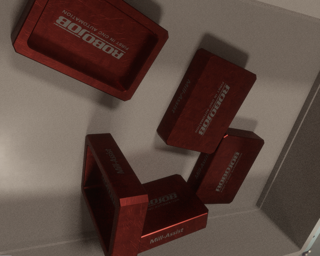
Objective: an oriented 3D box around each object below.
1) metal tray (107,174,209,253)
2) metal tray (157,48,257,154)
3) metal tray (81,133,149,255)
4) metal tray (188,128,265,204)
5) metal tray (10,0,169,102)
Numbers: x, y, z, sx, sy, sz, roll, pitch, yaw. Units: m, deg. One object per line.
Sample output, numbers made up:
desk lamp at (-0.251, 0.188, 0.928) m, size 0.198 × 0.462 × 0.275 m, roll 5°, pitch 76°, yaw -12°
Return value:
metal tray at (-0.010, 0.118, 0.435) m, size 0.131 × 0.090 × 0.030 m, roll -13°, pitch 124°, yaw -22°
metal tray at (0.063, -0.031, 0.423) m, size 0.091 × 0.030 × 0.129 m, roll 15°, pitch 111°, yaw -35°
metal tray at (-0.058, 0.075, 0.356) m, size 0.030 × 0.130 × 0.089 m, roll -3°, pitch 120°, yaw -27°
metal tray at (0.103, 0.064, 0.504) m, size 0.091 × 0.030 × 0.129 m, roll 8°, pitch 114°, yaw -33°
metal tray at (-0.066, -0.092, 0.313) m, size 0.131 × 0.030 × 0.090 m, roll 23°, pitch 106°, yaw -37°
